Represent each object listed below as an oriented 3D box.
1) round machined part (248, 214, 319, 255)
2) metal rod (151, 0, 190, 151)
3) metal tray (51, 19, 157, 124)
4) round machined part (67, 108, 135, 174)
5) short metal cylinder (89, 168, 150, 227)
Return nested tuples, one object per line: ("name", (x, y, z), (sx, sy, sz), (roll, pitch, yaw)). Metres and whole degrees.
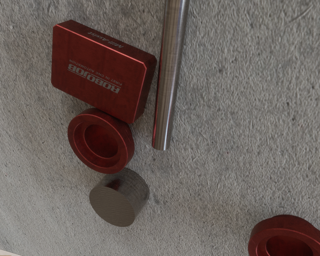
("round machined part", (0.168, 0.152, 0.401), (0.098, 0.042, 0.097), (13, 124, 20))
("metal rod", (0.014, -0.100, 0.336), (0.025, 0.025, 0.298), (18, 126, 17))
("metal tray", (-0.076, -0.072, 0.398), (0.130, 0.030, 0.089), (26, 127, 11))
("round machined part", (-0.079, 0.014, 0.445), (0.098, 0.042, 0.097), (13, 124, 20))
("short metal cylinder", (-0.063, 0.108, 0.489), (0.080, 0.050, 0.079), (13, 124, 20))
